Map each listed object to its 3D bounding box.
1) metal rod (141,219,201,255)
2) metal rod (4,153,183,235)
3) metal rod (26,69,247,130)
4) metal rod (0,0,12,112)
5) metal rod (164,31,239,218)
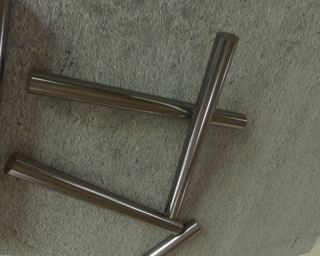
[{"bbox_3d":[-0.058,0.255,0.534,0.301,0.025,0.025,-34,129,-7],"label":"metal rod"},{"bbox_3d":[-0.068,0.104,0.435,0.301,0.025,0.025,34,99,-39],"label":"metal rod"},{"bbox_3d":[-0.004,-0.028,0.388,0.302,0.025,0.025,8,114,-33],"label":"metal rod"},{"bbox_3d":[-0.180,0.012,0.315,0.025,0.025,0.298,4,116,-31],"label":"metal rod"},{"bbox_3d":[0.046,0.019,0.418,0.025,0.025,0.298,-7,130,-25],"label":"metal rod"}]
